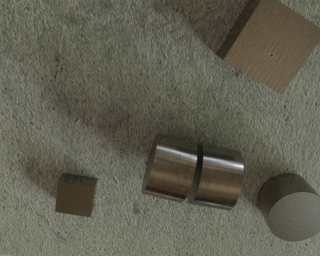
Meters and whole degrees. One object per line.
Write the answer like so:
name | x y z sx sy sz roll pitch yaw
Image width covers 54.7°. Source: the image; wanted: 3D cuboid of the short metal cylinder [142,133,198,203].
short metal cylinder | 0.011 0.051 0.399 0.050 0.080 0.079 15 109 -6

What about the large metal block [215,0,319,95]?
large metal block | 0.125 -0.098 0.361 0.080 0.050 0.080 28 108 -10

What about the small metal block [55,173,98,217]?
small metal block | -0.119 0.096 0.444 0.050 0.025 0.050 10 110 -4

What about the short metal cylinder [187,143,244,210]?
short metal cylinder | 0.070 0.063 0.404 0.050 0.080 0.079 11 110 -4

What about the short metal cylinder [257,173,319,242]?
short metal cylinder | 0.185 0.112 0.439 0.081 0.050 0.079 0 110 0
